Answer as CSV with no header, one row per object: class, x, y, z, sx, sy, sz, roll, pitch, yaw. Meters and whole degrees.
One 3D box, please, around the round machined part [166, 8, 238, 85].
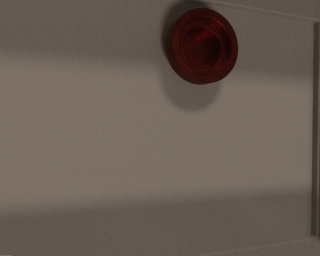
round machined part,0.053,-0.108,0.422,0.099,0.042,0.097,0,90,-21
